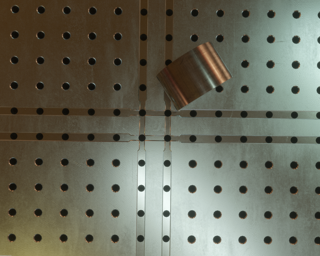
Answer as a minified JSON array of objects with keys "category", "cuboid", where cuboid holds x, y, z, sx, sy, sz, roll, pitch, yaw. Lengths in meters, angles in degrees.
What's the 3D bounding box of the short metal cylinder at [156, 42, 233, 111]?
[{"category":"short metal cylinder","cuboid":[0.043,-0.063,0.386,0.080,0.080,0.050,-32,90,0]}]
